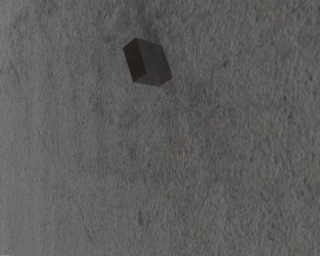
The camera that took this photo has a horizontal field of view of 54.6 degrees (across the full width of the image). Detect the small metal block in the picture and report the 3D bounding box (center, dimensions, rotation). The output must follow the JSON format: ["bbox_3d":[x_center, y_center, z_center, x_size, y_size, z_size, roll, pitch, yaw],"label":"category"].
[{"bbox_3d":[-0.015,-0.084,0.402,0.025,0.050,0.050,-28,72,37],"label":"small metal block"}]
